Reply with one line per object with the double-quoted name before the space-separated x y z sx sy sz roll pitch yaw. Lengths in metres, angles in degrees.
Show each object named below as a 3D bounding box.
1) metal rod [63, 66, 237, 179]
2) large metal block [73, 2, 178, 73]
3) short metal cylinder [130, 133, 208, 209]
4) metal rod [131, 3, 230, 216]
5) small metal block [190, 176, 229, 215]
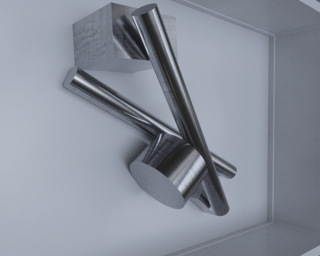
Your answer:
"metal rod" 0.010 0.008 0.415 0.301 0.025 0.025 31 71 -36
"large metal block" -0.039 -0.093 0.339 0.081 0.080 0.050 -5 94 -40
"short metal cylinder" 0.010 0.053 0.379 0.050 0.080 0.080 -48 119 -30
"metal rod" 0.037 0.006 0.362 0.025 0.025 0.299 -48 131 -29
"small metal block" 0.073 0.096 0.469 0.050 0.025 0.050 46 63 -31
